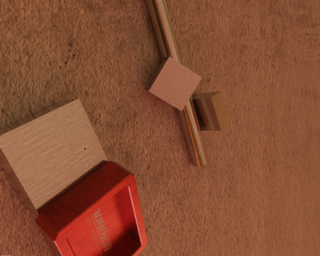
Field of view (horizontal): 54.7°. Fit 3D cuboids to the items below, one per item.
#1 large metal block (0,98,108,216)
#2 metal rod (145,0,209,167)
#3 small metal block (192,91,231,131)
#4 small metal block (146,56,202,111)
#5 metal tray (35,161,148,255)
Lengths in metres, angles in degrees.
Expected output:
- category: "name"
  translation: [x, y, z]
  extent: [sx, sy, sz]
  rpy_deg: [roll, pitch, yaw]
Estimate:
- category: "large metal block"
  translation: [-0.106, 0.025, 0.300]
  extent: [0.081, 0.050, 0.080]
  rpy_deg: [-34, 111, -35]
- category: "metal rod"
  translation: [0.018, -0.087, 0.421]
  extent: [0.025, 0.025, 0.298]
  rpy_deg: [-28, 108, -37]
- category: "small metal block"
  translation: [0.069, -0.024, 0.449]
  extent: [0.025, 0.050, 0.050]
  rpy_deg: [-32, 110, -36]
- category: "small metal block"
  translation: [0.017, -0.057, 0.400]
  extent: [0.050, 0.025, 0.050]
  rpy_deg: [30, 94, -16]
- category: "metal tray"
  translation: [-0.060, 0.108, 0.317]
  extent: [0.091, 0.030, 0.129]
  rpy_deg: [-37, 138, -33]
